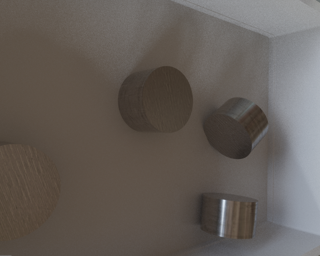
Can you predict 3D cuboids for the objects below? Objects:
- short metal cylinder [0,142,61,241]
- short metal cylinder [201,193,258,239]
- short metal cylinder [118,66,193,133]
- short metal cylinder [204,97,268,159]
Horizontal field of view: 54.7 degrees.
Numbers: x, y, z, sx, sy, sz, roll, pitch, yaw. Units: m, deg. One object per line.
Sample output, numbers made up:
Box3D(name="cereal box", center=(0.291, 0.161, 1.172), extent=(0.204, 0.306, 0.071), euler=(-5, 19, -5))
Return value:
Box3D(name="short metal cylinder", center=(-0.138, 0.053, 0.276), extent=(0.081, 0.050, 0.079), euler=(0, 90, -40))
Box3D(name="short metal cylinder", center=(0.102, 0.128, 0.460), extent=(0.081, 0.080, 0.050), euler=(10, 84, -40))
Box3D(name="short metal cylinder", center=(-0.005, -0.034, 0.388), extent=(0.081, 0.050, 0.079), euler=(0, 90, -40))
Box3D(name="short metal cylinder", center=(0.115, 0.000, 0.470), extent=(0.050, 0.080, 0.080), euler=(-39, 115, -33))
